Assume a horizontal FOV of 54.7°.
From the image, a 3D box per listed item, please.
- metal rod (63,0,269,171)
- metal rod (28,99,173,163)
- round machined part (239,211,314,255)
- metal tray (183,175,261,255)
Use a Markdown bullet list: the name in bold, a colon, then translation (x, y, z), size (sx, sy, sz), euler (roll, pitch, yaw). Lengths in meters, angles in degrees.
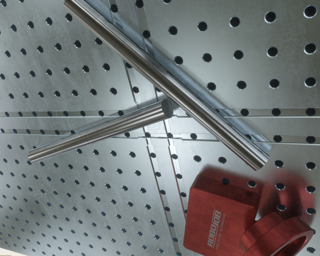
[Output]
- **metal rod**: translation (0.008, -0.055, 0.371), size (0.300, 0.025, 0.025), euler (40, 129, 0)
- **metal rod**: translation (-0.108, 0.013, 0.474), size (0.300, 0.025, 0.025), euler (-18, 109, 34)
- **round machined part**: translation (0.140, 0.144, 0.392), size (0.042, 0.099, 0.097), euler (51, 140, 40)
- **metal tray**: translation (0.085, 0.137, 0.447), size (0.090, 0.030, 0.129), euler (15, 125, 19)
